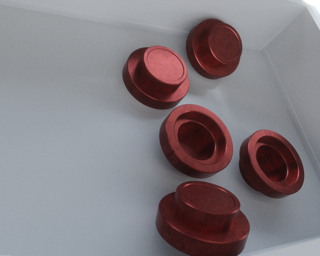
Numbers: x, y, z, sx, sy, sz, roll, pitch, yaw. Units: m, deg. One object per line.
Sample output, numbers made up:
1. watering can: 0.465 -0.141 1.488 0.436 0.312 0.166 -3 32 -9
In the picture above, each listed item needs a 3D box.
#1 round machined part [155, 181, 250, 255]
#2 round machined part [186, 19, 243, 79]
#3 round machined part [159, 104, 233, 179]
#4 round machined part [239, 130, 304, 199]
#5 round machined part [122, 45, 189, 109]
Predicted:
1. round machined part: 0.047 0.091 0.332 0.099 0.042 0.098 10 16 -3
2. round machined part: 0.095 -0.132 0.507 0.099 0.042 0.097 3 83 -28
3. round machined part: 0.043 0.021 0.407 0.099 0.042 0.098 14 56 -21
4. round machined part: 0.155 0.055 0.447 0.099 0.042 0.098 14 56 -21
5. round machined part: 0.000 -0.079 0.444 0.099 0.042 0.098 14 56 -21
